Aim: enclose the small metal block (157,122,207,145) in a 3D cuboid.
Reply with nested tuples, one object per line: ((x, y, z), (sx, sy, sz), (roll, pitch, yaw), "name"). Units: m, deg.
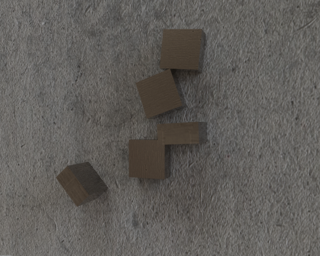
((0.029, 0.006, 0.385), (0.050, 0.050, 0.025), (-3, 89, 20), "small metal block")

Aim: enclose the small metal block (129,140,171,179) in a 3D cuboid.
((-0.013, 0.040, 0.414), (0.050, 0.025, 0.050), (0, 90, 20), "small metal block")

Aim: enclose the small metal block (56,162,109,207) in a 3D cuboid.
((-0.108, 0.077, 0.434), (0.025, 0.050, 0.050), (-44, 77, 15), "small metal block")

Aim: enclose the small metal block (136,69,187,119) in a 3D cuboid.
((0.002, -0.044, 0.408), (0.050, 0.025, 0.050), (-20, 84, 19), "small metal block")

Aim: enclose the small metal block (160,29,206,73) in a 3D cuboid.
((0.030, -0.099, 0.398), (0.050, 0.025, 0.050), (6, 92, 19), "small metal block")
